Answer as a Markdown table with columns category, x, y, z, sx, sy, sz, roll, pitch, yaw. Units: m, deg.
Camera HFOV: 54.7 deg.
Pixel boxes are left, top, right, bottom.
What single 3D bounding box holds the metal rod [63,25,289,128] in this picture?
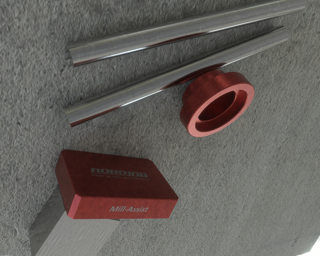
| category | x | y | z | sx | sy | sz | roll | pitch | yaw |
| --- | --- | --- | --- | --- | --- | --- | --- | --- | --- |
| metal rod | 0.031 | -0.069 | 0.382 | 0.302 | 0.025 | 0.025 | -23 | 127 | -15 |

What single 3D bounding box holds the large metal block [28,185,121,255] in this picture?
| category | x | y | z | sx | sy | sz | roll | pitch | yaw |
| --- | --- | --- | --- | --- | --- | --- | --- | --- | --- |
| large metal block | -0.114 | 0.130 | 0.410 | 0.080 | 0.050 | 0.080 | 26 | 104 | -38 |

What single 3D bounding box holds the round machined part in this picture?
| category | x | y | z | sx | sy | sz | roll | pitch | yaw |
| --- | --- | --- | --- | --- | --- | --- | --- | --- | --- |
| round machined part | 0.068 | -0.036 | 0.398 | 0.099 | 0.042 | 0.098 | -24 | 150 | -14 |

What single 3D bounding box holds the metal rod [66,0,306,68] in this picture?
| category | x | y | z | sx | sy | sz | roll | pitch | yaw |
| --- | --- | --- | --- | --- | --- | --- | --- | --- | --- |
| metal rod | 0.045 | -0.119 | 0.359 | 0.302 | 0.025 | 0.025 | -19 | 126 | -18 |

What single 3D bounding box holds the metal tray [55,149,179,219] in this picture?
| category | x | y | z | sx | sy | sz | roll | pitch | yaw |
| --- | --- | --- | --- | --- | --- | --- | --- | --- | --- |
| metal tray | -0.053 | 0.069 | 0.379 | 0.131 | 0.090 | 0.030 | 11 | 113 | -33 |
